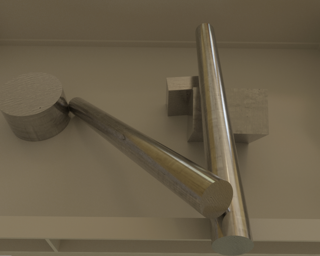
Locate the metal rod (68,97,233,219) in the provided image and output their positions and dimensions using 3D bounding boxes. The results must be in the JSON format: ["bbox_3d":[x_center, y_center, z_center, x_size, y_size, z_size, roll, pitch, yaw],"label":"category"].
[{"bbox_3d":[-0.041,0.006,0.308,0.025,0.025,0.300,-28,27,-22],"label":"metal rod"}]

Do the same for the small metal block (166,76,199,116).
[{"bbox_3d":[0.035,-0.043,0.426,0.050,0.050,0.025,-4,50,-4],"label":"small metal block"}]

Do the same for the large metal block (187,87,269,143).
[{"bbox_3d":[0.076,-0.012,0.371,0.081,0.080,0.050,2,80,1],"label":"large metal block"}]

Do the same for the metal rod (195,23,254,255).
[{"bbox_3d":[0.052,-0.028,0.299,0.025,0.025,0.300,3,42,2],"label":"metal rod"}]

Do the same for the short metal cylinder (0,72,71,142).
[{"bbox_3d":[-0.165,-0.029,0.411,0.081,0.050,0.080,0,50,0],"label":"short metal cylinder"}]
